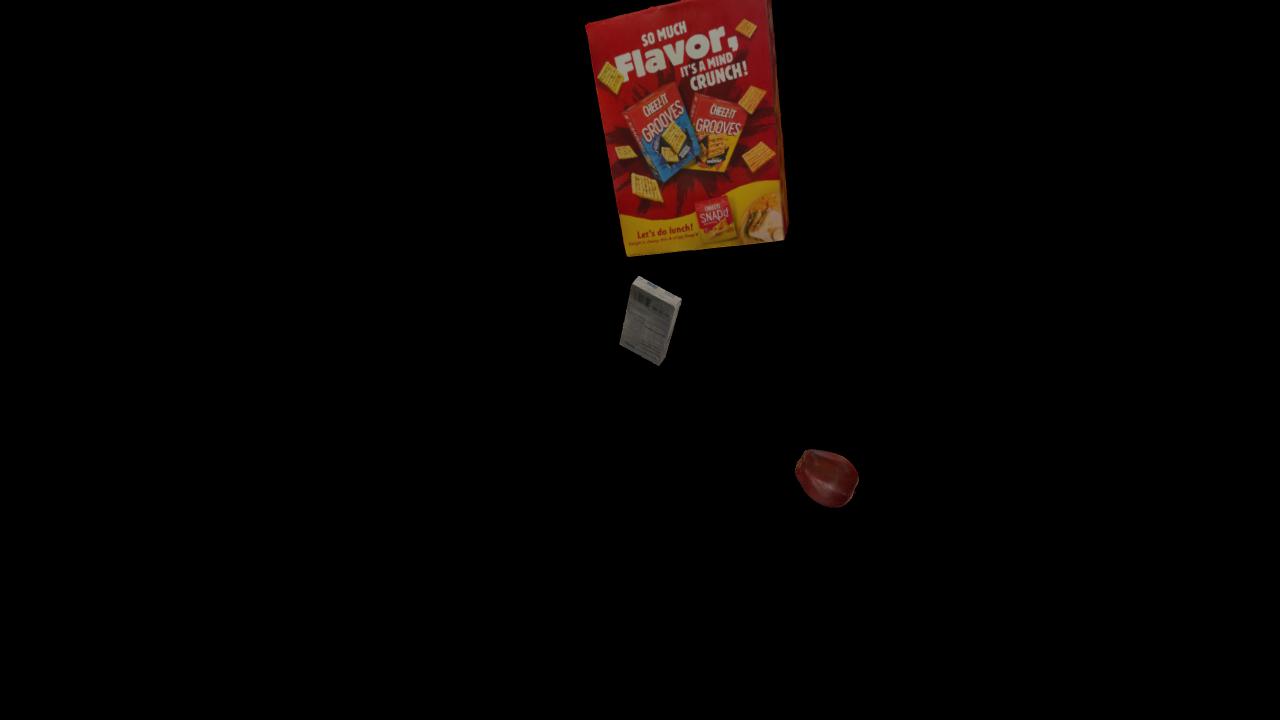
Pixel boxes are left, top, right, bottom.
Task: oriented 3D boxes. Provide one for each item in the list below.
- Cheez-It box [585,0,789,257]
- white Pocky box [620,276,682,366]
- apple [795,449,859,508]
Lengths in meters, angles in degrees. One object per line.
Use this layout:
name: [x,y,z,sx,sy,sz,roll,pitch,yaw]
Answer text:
Cheez-It box: [0.052,-0.221,0.598,0.166,0.223,0.071,-3,25,18]
white Pocky box: [0.015,-0.061,1.015,0.084,0.028,0.154,29,-37,12]
apple: [0.277,0.174,0.911,0.093,0.079,0.079,32,4,6]
